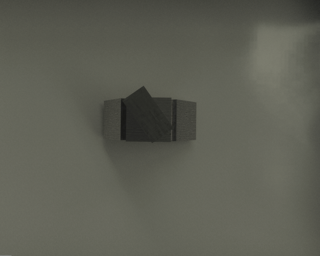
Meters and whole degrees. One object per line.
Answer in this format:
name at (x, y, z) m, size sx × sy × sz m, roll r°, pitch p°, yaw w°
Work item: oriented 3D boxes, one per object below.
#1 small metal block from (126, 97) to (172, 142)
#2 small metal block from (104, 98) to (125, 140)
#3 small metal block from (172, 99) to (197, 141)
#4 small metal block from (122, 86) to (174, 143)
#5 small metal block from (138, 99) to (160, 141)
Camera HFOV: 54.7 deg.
small metal block at (-0.013, -0.009, 0.359) m, size 0.050 × 0.025 × 0.050 m, roll 1°, pitch 90°, yaw 0°
small metal block at (-0.050, -0.011, 0.394) m, size 0.025 × 0.050 × 0.050 m, roll 1°, pitch 90°, yaw -34°
small metal block at (0.023, -0.009, 0.395) m, size 0.025 × 0.050 × 0.050 m, roll 1°, pitch 90°, yaw 34°
small metal block at (-0.011, -0.013, 0.321) m, size 0.025 × 0.050 × 0.050 m, roll -35°, pitch 90°, yaw 1°
small metal block at (-0.013, -0.009, 0.397) m, size 0.025 × 0.050 × 0.050 m, roll 1°, pitch 90°, yaw 0°
